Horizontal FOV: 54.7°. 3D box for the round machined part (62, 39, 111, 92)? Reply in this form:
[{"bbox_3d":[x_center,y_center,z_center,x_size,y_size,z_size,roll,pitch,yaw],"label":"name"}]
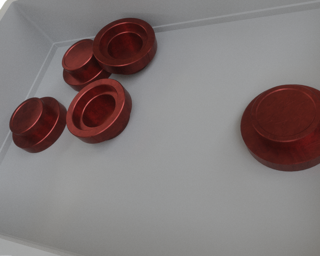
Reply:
[{"bbox_3d":[-0.128,-0.114,0.532,0.098,0.042,0.098,-13,56,21],"label":"round machined part"}]

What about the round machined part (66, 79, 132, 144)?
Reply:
[{"bbox_3d":[-0.083,-0.020,0.451,0.098,0.042,0.098,-13,56,21],"label":"round machined part"}]

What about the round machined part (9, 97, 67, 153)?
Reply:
[{"bbox_3d":[-0.206,-0.011,0.511,0.098,0.042,0.098,-13,56,21],"label":"round machined part"}]

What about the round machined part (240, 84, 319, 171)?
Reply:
[{"bbox_3d":[0.135,-0.007,0.328,0.098,0.042,0.098,-13,56,21],"label":"round machined part"}]

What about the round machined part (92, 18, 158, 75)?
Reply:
[{"bbox_3d":[-0.052,-0.123,0.488,0.098,0.042,0.098,-5,61,9],"label":"round machined part"}]
